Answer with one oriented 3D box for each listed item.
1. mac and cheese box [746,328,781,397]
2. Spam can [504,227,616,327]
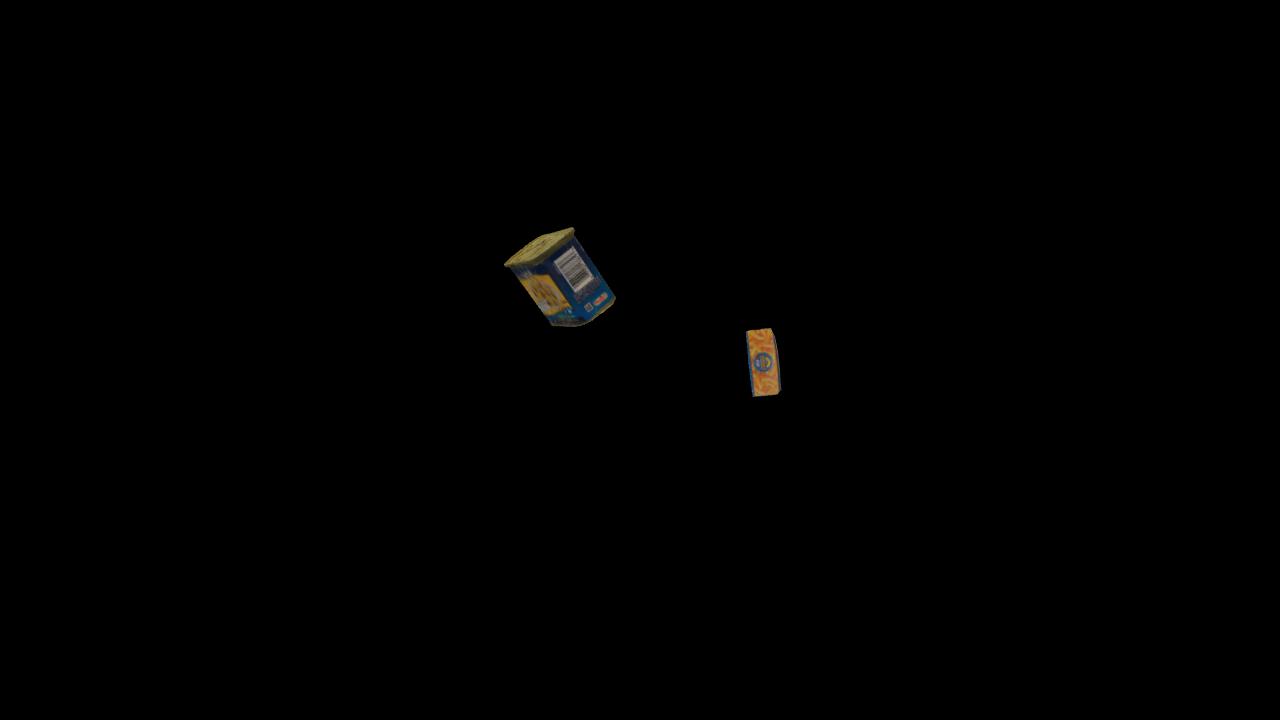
[{"bbox_3d":[0.186,0.005,0.913,0.041,0.093,0.184,-5,-2,14],"label":"mac and cheese box"},{"bbox_3d":[-0.082,-0.082,0.636,0.058,0.085,0.101,-43,24,-21],"label":"Spam can"}]
